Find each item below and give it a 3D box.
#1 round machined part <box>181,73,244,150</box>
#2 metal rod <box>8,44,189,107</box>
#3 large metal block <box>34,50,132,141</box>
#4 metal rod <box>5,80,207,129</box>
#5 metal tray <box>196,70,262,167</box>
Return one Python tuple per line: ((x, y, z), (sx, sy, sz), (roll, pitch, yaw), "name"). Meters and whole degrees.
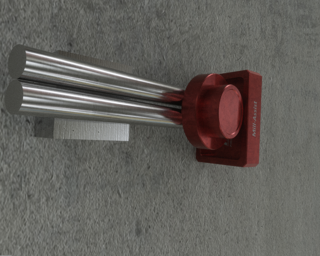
((0.073, -0.021, 0.395), (0.099, 0.042, 0.097), (-4, 96, -51), "round machined part")
((-0.011, -0.041, 0.340), (0.302, 0.025, 0.025), (4, 88, -53), "metal rod")
((-0.078, -0.028, 0.321), (0.081, 0.050, 0.080), (4, 87, -40), "large metal block")
((-0.012, -0.015, 0.339), (0.302, 0.025, 0.025), (5, 87, -53), "metal rod")
((0.097, -0.012, 0.447), (0.030, 0.090, 0.129), (5, 87, -40), "metal tray")
